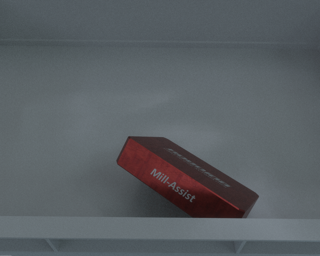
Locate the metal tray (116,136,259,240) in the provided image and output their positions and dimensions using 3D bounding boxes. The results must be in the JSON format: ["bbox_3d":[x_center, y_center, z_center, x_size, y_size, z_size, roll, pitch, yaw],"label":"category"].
[{"bbox_3d":[0.031,0.053,0.321,0.130,0.090,0.030,31,101,23],"label":"metal tray"}]
